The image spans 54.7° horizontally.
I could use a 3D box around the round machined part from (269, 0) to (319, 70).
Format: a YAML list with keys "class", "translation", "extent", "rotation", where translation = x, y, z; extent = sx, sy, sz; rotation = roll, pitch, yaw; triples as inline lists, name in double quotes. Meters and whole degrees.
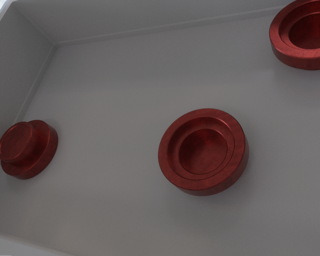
- class: "round machined part"
  translation: [0.183, -0.107, 0.364]
  extent: [0.098, 0.042, 0.098]
  rotation: [-13, 56, 21]

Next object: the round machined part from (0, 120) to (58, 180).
- class: "round machined part"
  translation: [-0.215, 0.029, 0.491]
  extent: [0.098, 0.042, 0.098]
  rotation: [-13, 56, 21]

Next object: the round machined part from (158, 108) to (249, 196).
- class: "round machined part"
  translation: [0.051, 0.030, 0.350]
  extent: [0.098, 0.042, 0.098]
  rotation: [-13, 56, 21]
